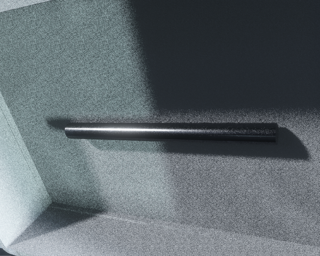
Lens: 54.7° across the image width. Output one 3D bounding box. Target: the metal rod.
[{"bbox_3d":[-0.004,0.006,0.410,0.301,0.025,0.025,1,119,27],"label":"metal rod"}]
